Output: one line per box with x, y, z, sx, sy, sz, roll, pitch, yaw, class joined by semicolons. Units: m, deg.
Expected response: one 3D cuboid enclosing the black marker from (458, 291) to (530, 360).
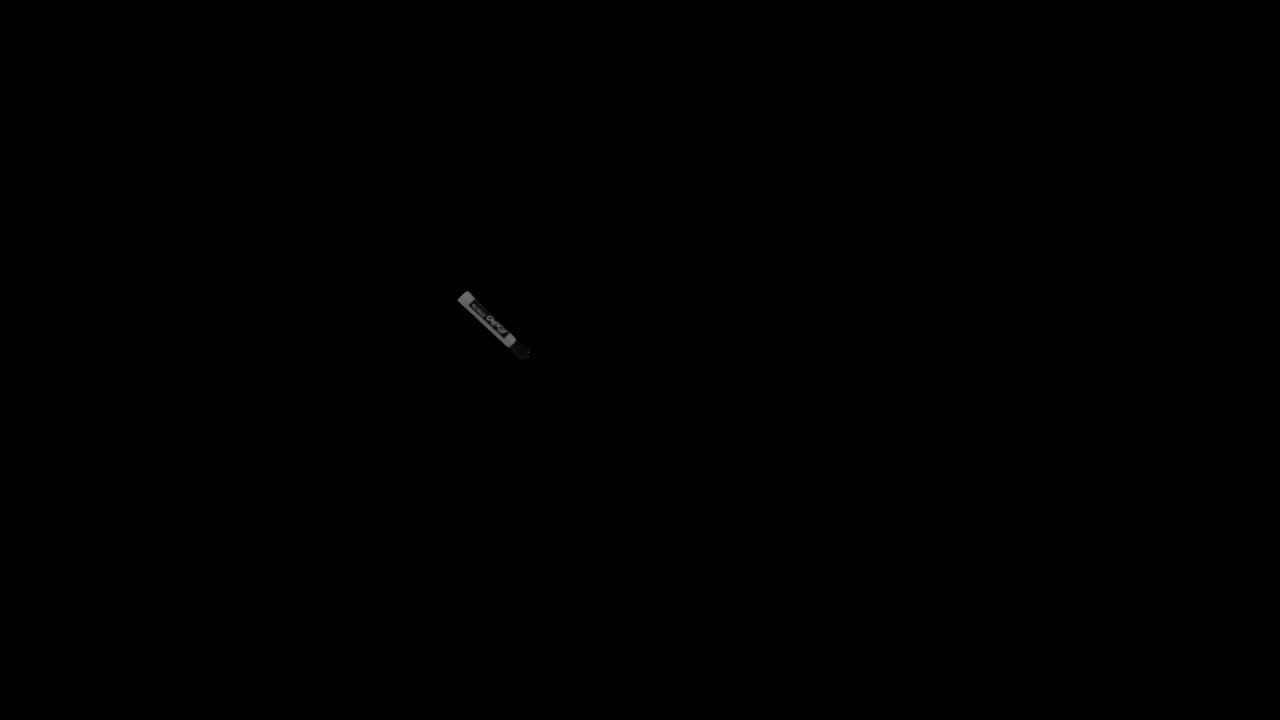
-0.196;-0.044;0.835;0.121;0.020;0.020;46;-12;-13;black marker
